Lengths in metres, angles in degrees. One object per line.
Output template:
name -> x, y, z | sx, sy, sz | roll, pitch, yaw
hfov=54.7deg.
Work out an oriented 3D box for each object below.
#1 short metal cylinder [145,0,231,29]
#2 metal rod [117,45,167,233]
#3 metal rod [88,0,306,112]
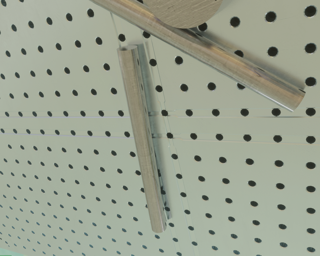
short metal cylinder -> 0.030, -0.140, 0.292 | 0.080, 0.050, 0.079 | 13, 124, 20
metal rod -> -0.020, 0.034, 0.441 | 0.025, 0.025, 0.298 | 6, 121, 25
metal rod -> 0.014, -0.103, 0.338 | 0.301, 0.025, 0.025 | 31, 128, 7
